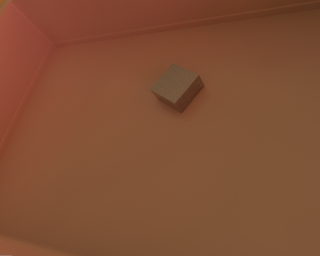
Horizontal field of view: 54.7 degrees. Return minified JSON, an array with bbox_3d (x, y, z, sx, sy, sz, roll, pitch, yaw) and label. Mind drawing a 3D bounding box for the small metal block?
[{"bbox_3d":[0.024,-0.056,0.426,0.050,0.025,0.050,34,80,38],"label":"small metal block"}]
